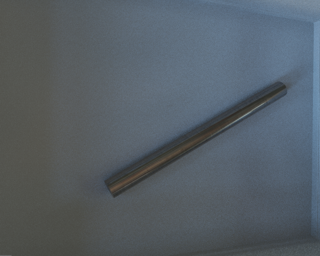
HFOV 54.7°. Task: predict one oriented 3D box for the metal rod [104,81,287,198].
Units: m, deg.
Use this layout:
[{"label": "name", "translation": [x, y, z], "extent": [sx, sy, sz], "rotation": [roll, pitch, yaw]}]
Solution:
[{"label": "metal rod", "translation": [0.062, 0.008, 0.434], "extent": [0.302, 0.025, 0.025], "rotation": [-29, 100, -18]}]
